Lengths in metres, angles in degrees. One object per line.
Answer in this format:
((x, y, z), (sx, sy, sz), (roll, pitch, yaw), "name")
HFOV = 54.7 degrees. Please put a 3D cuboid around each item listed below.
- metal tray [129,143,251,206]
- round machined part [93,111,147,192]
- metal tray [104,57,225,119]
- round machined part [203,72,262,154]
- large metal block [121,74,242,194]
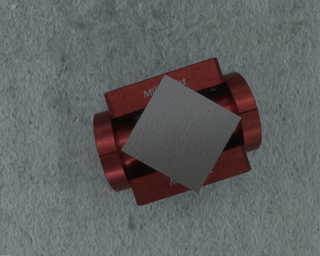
((0.033, 0.051, 0.378), (0.131, 0.090, 0.030), (-17, 90, -1), "metal tray")
((-0.044, 0.024, 0.374), (0.042, 0.098, 0.097), (-16, 90, 0), "round machined part")
((0.005, -0.044, 0.380), (0.131, 0.090, 0.030), (-18, 90, -1), "metal tray")
((0.082, -0.015, 0.375), (0.042, 0.098, 0.097), (-16, 90, 0), "round machined part")
((0.019, 0.005, 0.306), (0.080, 0.050, 0.080), (30, 90, -1), "large metal block")
